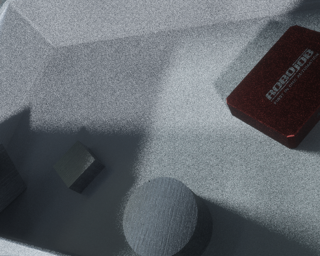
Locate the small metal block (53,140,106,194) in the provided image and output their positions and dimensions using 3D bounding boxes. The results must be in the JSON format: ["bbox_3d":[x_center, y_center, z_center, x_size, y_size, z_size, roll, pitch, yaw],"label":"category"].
[{"bbox_3d":[-0.112,0.054,0.430,0.050,0.025,0.050,-47,52,-5],"label":"small metal block"}]

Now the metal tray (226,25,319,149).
[{"bbox_3d":[0.152,-0.051,0.354,0.130,0.030,0.090,-48,52,-6],"label":"metal tray"}]

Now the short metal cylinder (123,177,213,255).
[{"bbox_3d":[0.009,0.098,0.324,0.080,0.050,0.080,-13,56,20],"label":"short metal cylinder"}]

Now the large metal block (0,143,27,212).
[{"bbox_3d":[-0.249,0.077,0.432,0.050,0.080,0.080,-4,28,26],"label":"large metal block"}]
